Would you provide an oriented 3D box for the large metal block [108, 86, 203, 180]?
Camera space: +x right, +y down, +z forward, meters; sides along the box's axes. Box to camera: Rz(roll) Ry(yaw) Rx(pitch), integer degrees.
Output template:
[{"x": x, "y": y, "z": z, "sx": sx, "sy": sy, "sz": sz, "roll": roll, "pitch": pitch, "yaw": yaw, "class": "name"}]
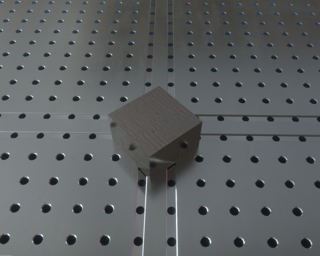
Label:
[{"x": -0.006, "y": 0.004, "z": 0.388, "sx": 0.080, "sy": 0.050, "sz": 0.080, "roll": -32, "pitch": 57, "yaw": -24, "class": "large metal block"}]
